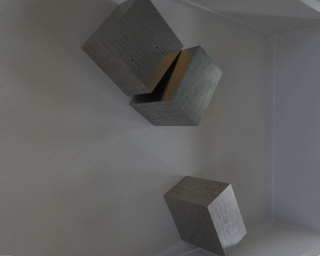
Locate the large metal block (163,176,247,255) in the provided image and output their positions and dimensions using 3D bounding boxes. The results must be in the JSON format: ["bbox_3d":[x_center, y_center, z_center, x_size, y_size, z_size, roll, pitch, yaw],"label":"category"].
[{"bbox_3d":[0.061,0.118,0.425,0.050,0.080,0.080,-34,111,-35],"label":"large metal block"}]

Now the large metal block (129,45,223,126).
[{"bbox_3d":[0.019,-0.049,0.389,0.050,0.080,0.080,41,65,-33],"label":"large metal block"}]

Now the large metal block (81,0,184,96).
[{"bbox_3d":[-0.030,-0.096,0.367,0.080,0.050,0.080,47,62,-30],"label":"large metal block"}]
